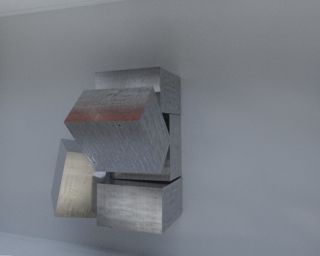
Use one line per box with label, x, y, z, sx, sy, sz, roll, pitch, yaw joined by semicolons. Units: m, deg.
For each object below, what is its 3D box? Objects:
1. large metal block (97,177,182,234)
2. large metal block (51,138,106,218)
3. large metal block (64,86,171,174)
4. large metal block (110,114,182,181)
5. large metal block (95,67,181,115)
large metal block;-0.022;0.090;0.386;0.080;0.080;0.050;1;90;19
large metal block;-0.108;0.063;0.408;0.050;0.080;0.079;10;95;-24
large metal block;-0.041;0.004;0.333;0.080;0.080;0.050;-1;45;19
large metal block;-0.018;0.023;0.403;0.080;0.050;0.079;-1;90;19
large metal block;-0.024;-0.041;0.386;0.080;0.080;0.050;-1;90;19
